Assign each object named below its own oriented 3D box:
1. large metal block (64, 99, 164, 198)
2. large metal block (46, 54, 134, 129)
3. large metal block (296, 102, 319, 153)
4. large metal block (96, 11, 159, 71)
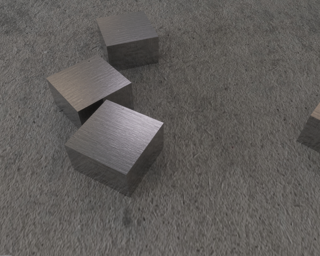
[{"bbox_3d":[-0.050,0.022,0.368,0.080,0.050,0.080,23,54,18],"label":"large metal block"},{"bbox_3d":[-0.094,-0.047,0.425,0.080,0.050,0.080,-33,58,-25],"label":"large metal block"},{"bbox_3d":[0.236,-0.003,0.391,0.080,0.050,0.080,32,57,24],"label":"large metal block"},{"bbox_3d":[-0.053,-0.143,0.506,0.081,0.050,0.080,-15,52,-12],"label":"large metal block"}]
